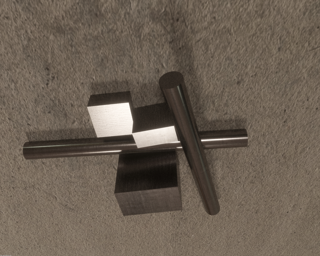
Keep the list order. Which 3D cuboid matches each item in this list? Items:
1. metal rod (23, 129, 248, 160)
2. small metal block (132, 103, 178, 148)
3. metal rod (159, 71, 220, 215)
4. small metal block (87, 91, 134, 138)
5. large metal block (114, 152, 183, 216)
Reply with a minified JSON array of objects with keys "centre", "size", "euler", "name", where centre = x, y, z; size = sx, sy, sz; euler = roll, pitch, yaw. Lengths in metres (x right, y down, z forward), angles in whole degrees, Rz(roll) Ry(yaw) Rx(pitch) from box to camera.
[{"centre":[-0.034,0.022,0.425],"size":[0.302,0.025,0.025],"euler":[-3,130,2],"name":"metal rod"},{"centre":[-0.006,-0.005,0.387],"size":[0.050,0.050,0.025],"euler":[-10,130,8],"name":"small metal block"},{"centre":[0.050,0.045,0.414],"size":[0.025,0.025,0.299],"euler":[-12,139,10],"name":"metal rod"},{"centre":[-0.059,-0.017,0.392],"size":[0.050,0.025,0.050],"euler":[-6,130,4],"name":"small metal block"},{"centre":[-0.014,0.070,0.431],"size":[0.080,0.080,0.050],"euler":[-7,130,5],"name":"large metal block"}]
